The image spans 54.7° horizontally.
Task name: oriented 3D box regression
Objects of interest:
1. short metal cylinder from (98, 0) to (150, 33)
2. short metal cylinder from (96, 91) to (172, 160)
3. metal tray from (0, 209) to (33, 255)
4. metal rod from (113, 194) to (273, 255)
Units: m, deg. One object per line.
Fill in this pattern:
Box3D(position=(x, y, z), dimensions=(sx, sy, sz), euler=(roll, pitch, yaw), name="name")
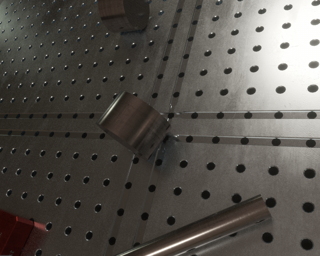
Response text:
Box3D(position=(-0.060, -0.207, 0.529), dimensions=(0.050, 0.080, 0.080), euler=(3, 63, 29), name="short metal cylinder")
Box3D(position=(-0.033, -0.002, 0.390), dimensions=(0.080, 0.080, 0.050), euler=(28, 77, 37), name="short metal cylinder")
Box3D(position=(-0.239, 0.177, 0.419), dimensions=(0.090, 0.030, 0.130), euler=(7, 65, 30), name="metal tray")
Box3D(position=(-0.027, 0.142, 0.334), dimensions=(0.301, 0.025, 0.025), euler=(-26, 53, 11), name="metal rod")
